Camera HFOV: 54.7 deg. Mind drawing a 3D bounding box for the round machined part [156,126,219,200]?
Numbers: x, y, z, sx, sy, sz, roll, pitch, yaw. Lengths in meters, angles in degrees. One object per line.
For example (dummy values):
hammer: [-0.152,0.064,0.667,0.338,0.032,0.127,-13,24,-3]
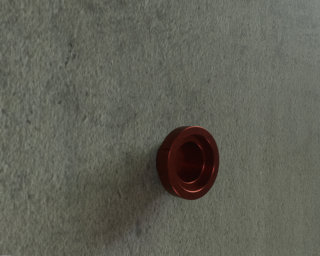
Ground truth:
round machined part: [0.033,0.046,0.424,0.099,0.042,0.097,0,90,-40]
